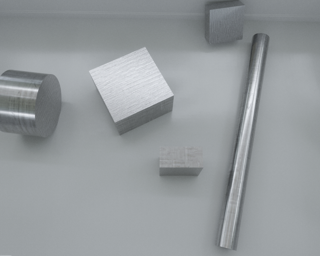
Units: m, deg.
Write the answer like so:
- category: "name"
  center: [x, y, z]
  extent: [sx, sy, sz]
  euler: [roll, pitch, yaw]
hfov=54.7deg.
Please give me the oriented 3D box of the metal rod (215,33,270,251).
- category: "metal rod"
  center: [0.113, 0.003, 0.409]
  extent: [0.025, 0.025, 0.299]
  euler: [14, 70, 4]

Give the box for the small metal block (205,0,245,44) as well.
- category: "small metal block"
  center: [0.093, -0.154, 0.451]
  extent: [0.050, 0.050, 0.025]
  euler: [-9, 39, -4]

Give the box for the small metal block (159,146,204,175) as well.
- category: "small metal block"
  center: [0.025, 0.042, 0.381]
  extent: [0.050, 0.050, 0.025]
  euler: [0, 70, 0]

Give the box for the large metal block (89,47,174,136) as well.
- category: "large metal block"
  center: [-0.037, -0.048, 0.414]
  extent: [0.080, 0.050, 0.080]
  euler: [-26, 72, -10]

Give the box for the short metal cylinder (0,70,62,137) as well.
- category: "short metal cylinder"
  center: [-0.164, -0.031, 0.390]
  extent: [0.050, 0.080, 0.080]
  euler: [7, 70, 2]
